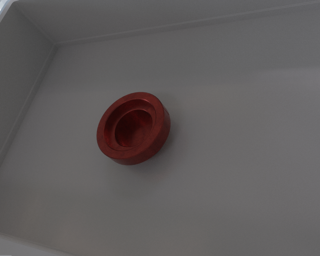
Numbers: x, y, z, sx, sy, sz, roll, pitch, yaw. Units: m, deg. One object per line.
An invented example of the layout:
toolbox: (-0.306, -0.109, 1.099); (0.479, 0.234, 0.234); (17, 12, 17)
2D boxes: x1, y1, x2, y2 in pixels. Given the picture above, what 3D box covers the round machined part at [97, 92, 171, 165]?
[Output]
round machined part: (-0.031, 0.004, 0.409); (0.098, 0.042, 0.098); (-13, 56, 21)
